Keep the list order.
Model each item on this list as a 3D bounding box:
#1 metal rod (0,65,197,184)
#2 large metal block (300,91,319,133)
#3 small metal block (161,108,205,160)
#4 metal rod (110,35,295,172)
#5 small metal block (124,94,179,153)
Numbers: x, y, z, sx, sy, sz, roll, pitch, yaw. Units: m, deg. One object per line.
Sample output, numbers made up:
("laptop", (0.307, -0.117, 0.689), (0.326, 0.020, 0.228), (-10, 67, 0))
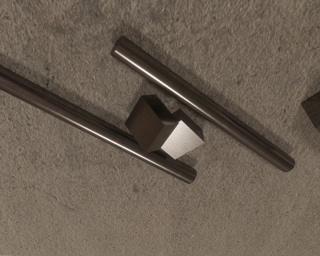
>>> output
("metal rod", (-0.072, 0.005, 0.410), (0.301, 0.025, 0.025), (30, 124, -24))
("large metal block", (0.238, -0.017, 0.380), (0.080, 0.050, 0.080), (36, 121, -27))
("small metal block", (0.024, 0.009, 0.415), (0.050, 0.025, 0.050), (-33, 123, 24))
("metal rod", (0.071, -0.017, 0.393), (0.301, 0.025, 0.025), (31, 123, -25))
("small metal block", (-0.012, -0.006, 0.383), (0.025, 0.050, 0.050), (-10, 144, -46))
